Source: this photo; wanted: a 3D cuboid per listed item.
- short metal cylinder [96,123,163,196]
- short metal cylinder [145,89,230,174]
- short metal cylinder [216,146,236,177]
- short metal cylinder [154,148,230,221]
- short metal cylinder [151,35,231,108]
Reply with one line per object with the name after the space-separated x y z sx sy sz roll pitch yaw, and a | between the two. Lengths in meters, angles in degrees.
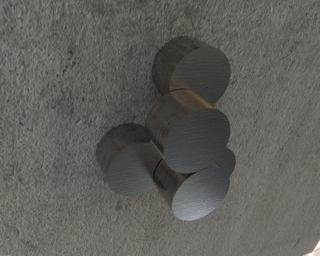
-0.036 0.040 0.397 0.081 0.050 0.079 -14 124 -21 | short metal cylinder
0.030 0.003 0.344 0.081 0.050 0.079 -14 124 -21 | short metal cylinder
0.063 0.049 0.456 0.081 0.050 0.079 -14 124 -21 | short metal cylinder
0.039 0.068 0.390 0.081 0.050 0.079 -14 124 -21 | short metal cylinder
0.036 -0.065 0.372 0.081 0.050 0.079 -14 124 -21 | short metal cylinder
